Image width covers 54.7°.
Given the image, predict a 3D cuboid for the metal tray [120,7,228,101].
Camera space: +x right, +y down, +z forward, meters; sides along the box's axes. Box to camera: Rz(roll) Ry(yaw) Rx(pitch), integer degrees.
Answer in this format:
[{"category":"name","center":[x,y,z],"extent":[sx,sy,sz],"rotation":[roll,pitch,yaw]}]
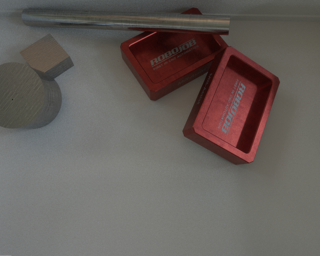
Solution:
[{"category":"metal tray","center":[0.021,-0.108,0.446],"extent":[0.131,0.030,0.090],"rotation":[-30,73,-11]}]

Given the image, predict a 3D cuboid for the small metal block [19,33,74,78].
[{"category":"small metal block","center":[-0.161,-0.099,0.444],"extent":[0.050,0.025,0.050],"rotation":[-38,75,-13]}]

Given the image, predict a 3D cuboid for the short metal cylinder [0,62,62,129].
[{"category":"short metal cylinder","center":[-0.175,-0.039,0.395],"extent":[0.080,0.050,0.079],"rotation":[0,90,5]}]

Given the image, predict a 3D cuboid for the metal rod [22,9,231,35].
[{"category":"metal rod","center":[-0.055,-0.151,0.438],"extent":[0.301,0.025,0.025],"rotation":[6,70,12]}]

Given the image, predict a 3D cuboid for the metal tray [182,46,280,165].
[{"category":"metal tray","center":[0.095,-0.029,0.401],"extent":[0.090,0.030,0.130],"rotation":[29,71,-13]}]
